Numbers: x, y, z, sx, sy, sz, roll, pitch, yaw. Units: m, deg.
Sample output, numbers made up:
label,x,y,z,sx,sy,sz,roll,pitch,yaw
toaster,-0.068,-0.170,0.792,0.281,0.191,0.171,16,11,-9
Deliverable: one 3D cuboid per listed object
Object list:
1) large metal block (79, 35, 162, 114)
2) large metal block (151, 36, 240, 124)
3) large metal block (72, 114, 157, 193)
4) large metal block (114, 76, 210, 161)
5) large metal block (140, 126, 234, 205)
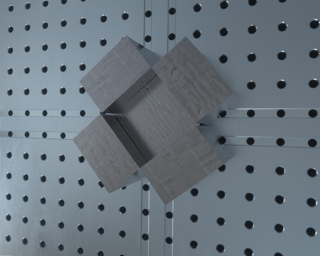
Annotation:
label,x,y,z,sx,sy,sz,roll,pitch,yaw
large metal block,-0.040,-0.062,0.398,0.080,0.080,0.050,-40,77,16
large metal block,0.046,-0.052,0.368,0.050,0.080,0.080,-40,78,15
large metal block,-0.051,0.029,0.402,0.050,0.080,0.080,-40,78,16
large metal block,0.003,-0.011,0.397,0.080,0.050,0.080,-40,76,17
large metal block,0.036,0.041,0.372,0.080,0.080,0.050,-39,78,16
